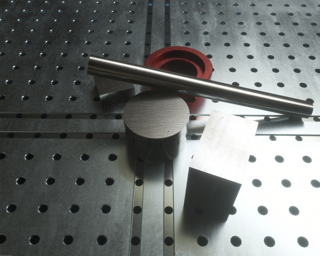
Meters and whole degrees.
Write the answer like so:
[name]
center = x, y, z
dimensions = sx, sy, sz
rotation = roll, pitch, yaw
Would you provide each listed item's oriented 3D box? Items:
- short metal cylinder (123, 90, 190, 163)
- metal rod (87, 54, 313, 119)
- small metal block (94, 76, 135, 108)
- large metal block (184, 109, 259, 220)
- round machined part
[short metal cylinder]
center = -0.004, -0.003, 0.394
dimensions = 0.081, 0.050, 0.080
rotation = 0, 50, 0
[metal rod]
center = 0.060, -0.051, 0.405
dimensions = 0.302, 0.025, 0.025
rotation = 10, 49, -10
[small metal block]
center = -0.068, -0.062, 0.459
dimensions = 0.050, 0.025, 0.050
rotation = -14, 52, -12
[large metal block]
center = 0.065, 0.040, 0.339
dimensions = 0.050, 0.080, 0.080
rotation = 17, 52, 14
[round machined part]
center = 0.026, -0.076, 0.461
dimensions = 0.099, 0.042, 0.098
rotation = 0, 50, 0
